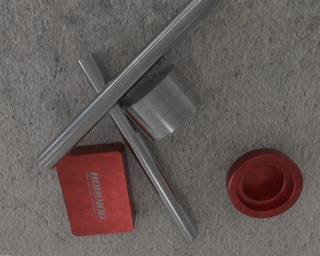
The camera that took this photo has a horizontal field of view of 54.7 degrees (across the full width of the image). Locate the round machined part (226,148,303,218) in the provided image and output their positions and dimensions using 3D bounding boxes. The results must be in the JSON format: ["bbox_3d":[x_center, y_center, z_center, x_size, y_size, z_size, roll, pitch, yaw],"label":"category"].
[{"bbox_3d":[0.140,0.072,0.429,0.099,0.042,0.097,0,110,0],"label":"round machined part"}]

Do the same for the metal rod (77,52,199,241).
[{"bbox_3d":[-0.021,0.038,0.423,0.025,0.025,0.299,-26,108,9],"label":"metal rod"}]

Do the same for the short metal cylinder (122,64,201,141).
[{"bbox_3d":[0.002,-0.030,0.369,0.080,0.080,0.050,-38,106,13],"label":"short metal cylinder"}]

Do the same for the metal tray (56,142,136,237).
[{"bbox_3d":[-0.088,0.089,0.439,0.091,0.030,0.129,-6,110,2],"label":"metal tray"}]

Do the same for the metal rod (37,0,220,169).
[{"bbox_3d":[-0.033,-0.063,0.364,0.300,0.025,0.025,-44,105,6],"label":"metal rod"}]
